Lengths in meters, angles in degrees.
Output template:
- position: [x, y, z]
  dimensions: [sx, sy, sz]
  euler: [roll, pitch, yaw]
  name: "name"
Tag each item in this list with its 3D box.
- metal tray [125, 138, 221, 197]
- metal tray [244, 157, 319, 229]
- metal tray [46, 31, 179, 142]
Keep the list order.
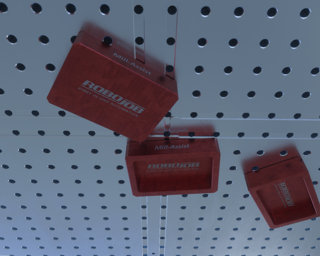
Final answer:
- position: [0.020, 0.060, 0.459]
  dimensions: [0.131, 0.030, 0.089]
  euler: [-3, 130, 2]
  name: "metal tray"
- position: [0.203, 0.110, 0.505]
  dimensions: [0.090, 0.030, 0.130]
  euler: [-23, 127, 18]
  name: "metal tray"
- position: [-0.055, -0.043, 0.371]
  dimensions: [0.131, 0.030, 0.090]
  euler: [25, 125, -21]
  name: "metal tray"
